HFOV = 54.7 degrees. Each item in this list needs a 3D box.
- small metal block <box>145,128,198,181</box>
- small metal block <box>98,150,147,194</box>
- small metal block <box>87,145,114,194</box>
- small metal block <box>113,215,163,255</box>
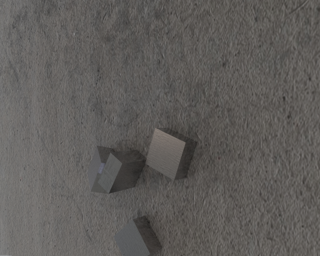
[{"bbox_3d":[0.014,0.032,0.394,0.050,0.025,0.050,26,106,37],"label":"small metal block"},{"bbox_3d":[-0.051,0.060,0.431,0.025,0.050,0.050,38,113,31],"label":"small metal block"},{"bbox_3d":[-0.087,0.062,0.464,0.050,0.025,0.050,-67,26,18],"label":"small metal block"},{"bbox_3d":[-0.032,0.159,0.431,0.050,0.025,0.050,-47,62,30],"label":"small metal block"}]
